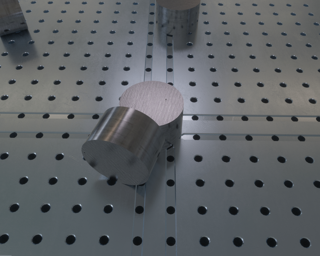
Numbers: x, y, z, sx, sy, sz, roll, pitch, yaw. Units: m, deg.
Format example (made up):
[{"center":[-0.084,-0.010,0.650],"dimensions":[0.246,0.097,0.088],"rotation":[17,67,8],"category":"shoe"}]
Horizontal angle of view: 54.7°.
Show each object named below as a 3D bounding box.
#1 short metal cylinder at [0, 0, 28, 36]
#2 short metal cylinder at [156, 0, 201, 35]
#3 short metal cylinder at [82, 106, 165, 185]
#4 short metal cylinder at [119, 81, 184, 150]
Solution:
[{"center":[-0.273,-0.208,0.545],"dimensions":[0.050,0.080,0.080],"rotation":[-22,54,-18],"category":"short metal cylinder"},{"center":[0.033,-0.216,0.573],"dimensions":[0.081,0.050,0.080],"rotation":[0,50,0],"category":"short metal cylinder"},{"center":[-0.041,0.021,0.353],"dimensions":[0.080,0.080,0.050],"rotation":[16,52,13],"category":"short metal cylinder"},{"center":[-0.010,-0.016,0.405],"dimensions":[0.081,0.050,0.080],"rotation":[0,50,0],"category":"short metal cylinder"}]
